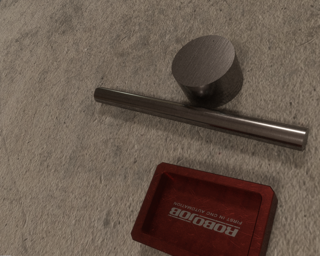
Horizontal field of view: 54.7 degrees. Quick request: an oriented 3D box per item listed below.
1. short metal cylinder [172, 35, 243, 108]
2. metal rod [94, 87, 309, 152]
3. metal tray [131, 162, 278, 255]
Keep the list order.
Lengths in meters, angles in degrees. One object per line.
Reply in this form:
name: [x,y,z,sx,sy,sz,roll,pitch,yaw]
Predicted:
short metal cylinder: [0.062,-0.072,0.399,0.080,0.050,0.080,-13,56,20]
metal rod: [0.028,-0.020,0.400,0.300,0.025,0.025,15,69,33]
metal tray: [0.044,0.093,0.319,0.130,0.030,0.090,9,66,31]
